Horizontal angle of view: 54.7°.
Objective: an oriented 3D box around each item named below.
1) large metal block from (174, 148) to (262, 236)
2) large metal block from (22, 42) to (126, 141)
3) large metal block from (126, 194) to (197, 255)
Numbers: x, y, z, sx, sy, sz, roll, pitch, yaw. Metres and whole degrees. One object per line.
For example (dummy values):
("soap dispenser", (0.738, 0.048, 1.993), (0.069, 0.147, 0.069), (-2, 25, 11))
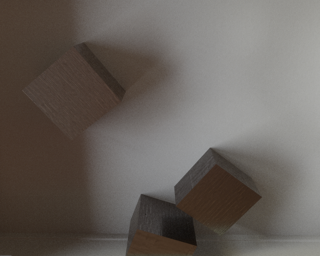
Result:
("large metal block", (0.077, 0.088, 0.431), (0.080, 0.050, 0.080), (36, 106, -13))
("large metal block", (-0.101, -0.046, 0.380), (0.080, 0.050, 0.080), (-37, 106, 12))
("large metal block", (0.001, 0.146, 0.436), (0.080, 0.080, 0.050), (18, 109, -7))
